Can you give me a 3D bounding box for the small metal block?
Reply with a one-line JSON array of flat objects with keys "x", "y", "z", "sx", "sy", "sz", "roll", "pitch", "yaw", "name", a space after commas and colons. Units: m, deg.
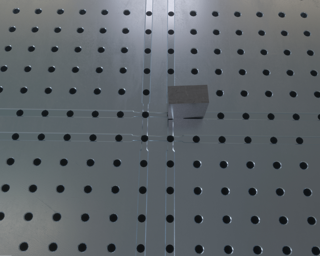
[{"x": 0.035, "y": -0.034, "z": 0.411, "sx": 0.050, "sy": 0.050, "sz": 0.025, "roll": -2, "pitch": 70, "yaw": -1, "name": "small metal block"}]
